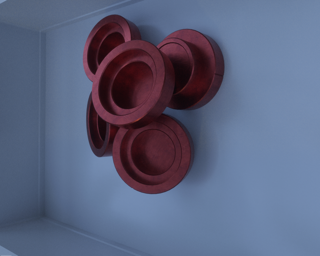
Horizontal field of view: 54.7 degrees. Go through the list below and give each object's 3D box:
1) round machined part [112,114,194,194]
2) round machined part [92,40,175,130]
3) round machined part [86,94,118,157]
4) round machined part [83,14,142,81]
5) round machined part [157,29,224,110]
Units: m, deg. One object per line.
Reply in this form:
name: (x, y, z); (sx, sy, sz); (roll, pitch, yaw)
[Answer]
round machined part: (-0.006, 0.029, 0.384); (0.098, 0.042, 0.097); (0, 90, 17)
round machined part: (-0.026, -0.045, 0.350); (0.098, 0.042, 0.098); (-8, 73, 29)
round machined part: (-0.069, -0.009, 0.437); (0.098, 0.042, 0.097); (6, 97, 59)
round machined part: (-0.062, -0.105, 0.439); (0.098, 0.042, 0.097); (-7, 78, 38)
round machined part: (0.024, -0.071, 0.374); (0.098, 0.042, 0.097); (0, 90, 39)
